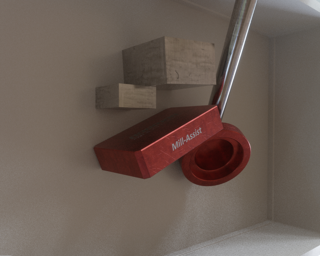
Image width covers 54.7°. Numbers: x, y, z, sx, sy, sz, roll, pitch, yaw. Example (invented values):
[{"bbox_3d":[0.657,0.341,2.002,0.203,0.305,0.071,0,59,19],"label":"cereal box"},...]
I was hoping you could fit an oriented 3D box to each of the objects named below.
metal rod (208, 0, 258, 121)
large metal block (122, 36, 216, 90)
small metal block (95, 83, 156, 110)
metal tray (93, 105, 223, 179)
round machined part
[{"bbox_3d":[0.093,-0.103,0.392,0.025,0.025,0.298,-21,134,-38],"label":"metal rod"},{"bbox_3d":[0.011,-0.075,0.382,0.081,0.080,0.050,-6,94,-40],"label":"large metal block"},{"bbox_3d":[-0.040,-0.035,0.358,0.050,0.050,0.025,0,91,-40],"label":"small metal block"},{"bbox_3d":[0.000,0.011,0.366,0.131,0.090,0.030,-29,109,-36],"label":"metal tray"},{"bbox_3d":[0.073,0.032,0.438,0.099,0.042,0.097,-6,124,-9],"label":"round machined part"}]
